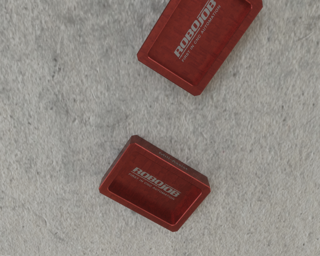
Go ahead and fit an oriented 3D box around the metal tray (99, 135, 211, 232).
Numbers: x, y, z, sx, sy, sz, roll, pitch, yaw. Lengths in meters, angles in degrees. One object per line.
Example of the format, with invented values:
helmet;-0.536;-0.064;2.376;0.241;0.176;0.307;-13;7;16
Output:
metal tray;-0.007;0.080;0.436;0.130;0.030;0.090;32;107;-12

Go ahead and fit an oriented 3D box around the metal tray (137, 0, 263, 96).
metal tray;0.044;-0.115;0.365;0.090;0.030;0.129;31;107;-11
